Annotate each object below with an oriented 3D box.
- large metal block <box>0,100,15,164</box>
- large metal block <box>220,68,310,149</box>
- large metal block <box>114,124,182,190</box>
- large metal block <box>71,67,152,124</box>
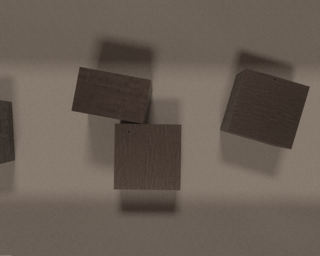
[{"bbox_3d":[-0.240,0.007,0.396,0.081,0.050,0.079,-3,90,-1],"label":"large metal block"},{"bbox_3d":[0.132,-0.024,0.401,0.080,0.050,0.080,16,90,-1],"label":"large metal block"},{"bbox_3d":[-0.015,0.035,0.399,0.081,0.050,0.079,1,90,-1],"label":"large metal block"},{"bbox_3d":[-0.054,-0.036,0.383,0.080,0.080,0.050,10,90,-1],"label":"large metal block"}]
